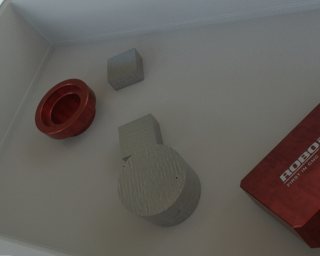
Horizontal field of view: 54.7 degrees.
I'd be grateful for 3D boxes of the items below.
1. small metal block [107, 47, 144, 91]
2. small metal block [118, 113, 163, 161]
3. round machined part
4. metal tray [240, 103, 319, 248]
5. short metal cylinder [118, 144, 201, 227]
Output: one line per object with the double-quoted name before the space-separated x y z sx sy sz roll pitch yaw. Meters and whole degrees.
"small metal block" -0.055 -0.093 0.490 0.050 0.025 0.050 -19 55 17
"small metal block" -0.025 0.016 0.408 0.050 0.025 0.050 -22 54 14
"round machined part" -0.140 -0.025 0.482 0.098 0.042 0.098 -13 56 20
"metal tray" 0.146 0.031 0.279 0.130 0.030 0.090 -44 19 -3
"short metal cylinder" 0.000 0.065 0.349 0.080 0.050 0.080 -13 56 20
